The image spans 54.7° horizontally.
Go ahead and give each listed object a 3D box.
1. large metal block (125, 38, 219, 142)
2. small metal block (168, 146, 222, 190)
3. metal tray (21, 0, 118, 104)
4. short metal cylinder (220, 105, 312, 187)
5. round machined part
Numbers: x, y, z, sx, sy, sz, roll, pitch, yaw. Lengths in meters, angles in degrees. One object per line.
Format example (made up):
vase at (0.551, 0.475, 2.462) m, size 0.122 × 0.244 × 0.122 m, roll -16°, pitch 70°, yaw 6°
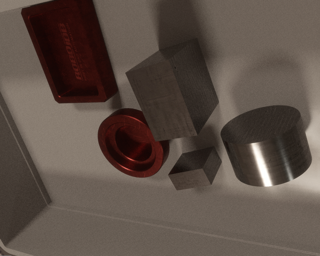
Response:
large metal block at (0.018, -0.043, 0.336) m, size 0.050 × 0.080 × 0.080 m, roll -10°, pitch 114°, yaw 32°
small metal block at (0.046, 0.052, 0.399) m, size 0.050 × 0.050 × 0.025 m, roll -17°, pitch 110°, yaw 34°
metal tray at (-0.115, -0.097, 0.403) m, size 0.090 × 0.030 × 0.129 m, roll 1°, pitch 119°, yaw 27°
short metal cylinder at (0.110, 0.017, 0.325) m, size 0.080 × 0.080 × 0.050 m, roll -11°, pitch 113°, yaw 32°
round machined part at (-0.032, 0.016, 0.423) m, size 0.098 × 0.042 × 0.097 m, roll 13°, pitch 124°, yaw 20°
